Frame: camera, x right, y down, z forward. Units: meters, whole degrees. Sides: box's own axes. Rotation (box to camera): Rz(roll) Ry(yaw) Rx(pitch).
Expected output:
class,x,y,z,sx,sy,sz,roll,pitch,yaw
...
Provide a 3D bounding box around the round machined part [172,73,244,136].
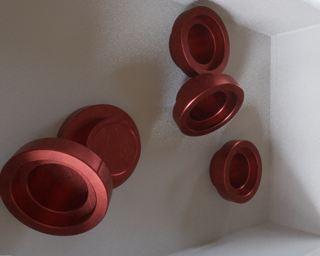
class,x,y,z,sx,sy,sz,roll,pitch,yaw
round machined part,0.061,-0.036,0.424,0.099,0.097,0.042,6,43,-40

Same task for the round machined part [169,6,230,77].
class,x,y,z,sx,sy,sz,roll,pitch,yaw
round machined part,0.051,-0.117,0.438,0.099,0.042,0.097,0,90,-40

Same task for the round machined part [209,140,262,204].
class,x,y,z,sx,sy,sz,roll,pitch,yaw
round machined part,0.117,0.068,0.493,0.099,0.042,0.097,0,90,-40

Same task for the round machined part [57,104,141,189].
class,x,y,z,sx,sy,sz,roll,pitch,yaw
round machined part,-0.060,0.022,0.345,0.099,0.042,0.097,0,90,-40

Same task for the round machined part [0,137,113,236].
class,x,y,z,sx,sy,sz,roll,pitch,yaw
round machined part,-0.093,0.051,0.294,0.098,0.098,0.042,61,15,-22
